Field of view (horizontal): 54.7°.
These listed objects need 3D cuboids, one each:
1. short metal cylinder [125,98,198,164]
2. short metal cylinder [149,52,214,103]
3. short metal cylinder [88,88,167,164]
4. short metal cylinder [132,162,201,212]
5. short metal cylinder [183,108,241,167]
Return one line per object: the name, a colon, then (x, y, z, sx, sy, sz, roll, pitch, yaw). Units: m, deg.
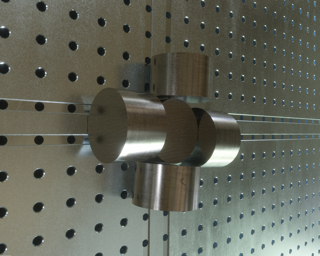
short metal cylinder: (0.002, 0.004, 0.395, 0.081, 0.050, 0.080, 0, 90, -41)
short metal cylinder: (0.027, -0.061, 0.395, 0.081, 0.080, 0.050, 4, 88, -40)
short metal cylinder: (-0.038, -0.002, 0.341, 0.050, 0.080, 0.080, 2, 89, -41)
short metal cylinder: (0.008, 0.068, 0.378, 0.081, 0.080, 0.050, 8, 85, -40)
short metal cylinder: (0.063, 0.014, 0.426, 0.050, 0.080, 0.080, 5, 87, -40)
